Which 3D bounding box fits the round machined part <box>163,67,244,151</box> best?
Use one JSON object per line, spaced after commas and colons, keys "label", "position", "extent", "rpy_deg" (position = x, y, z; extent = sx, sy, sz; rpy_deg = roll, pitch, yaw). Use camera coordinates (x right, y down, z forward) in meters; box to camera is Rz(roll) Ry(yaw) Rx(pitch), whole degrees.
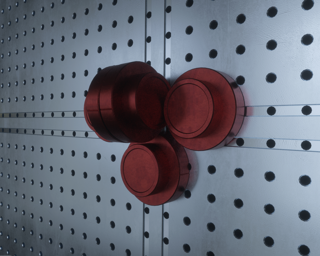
{"label": "round machined part", "position": [0.043, -0.022, 0.360], "extent": [0.098, 0.042, 0.097], "rpy_deg": [0, 90, 39]}

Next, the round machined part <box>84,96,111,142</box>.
{"label": "round machined part", "position": [-0.075, -0.027, 0.457], "extent": [0.098, 0.042, 0.097], "rpy_deg": [0, 90, 39]}

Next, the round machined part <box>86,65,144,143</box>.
{"label": "round machined part", "position": [-0.054, -0.030, 0.396], "extent": [0.042, 0.099, 0.097], "rpy_deg": [2, 91, 40]}

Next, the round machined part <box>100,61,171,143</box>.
{"label": "round machined part", "position": [-0.020, -0.031, 0.369], "extent": [0.042, 0.099, 0.097], "rpy_deg": [-1, 90, 40]}

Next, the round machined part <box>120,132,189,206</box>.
{"label": "round machined part", "position": [-0.014, 0.054, 0.407], "extent": [0.098, 0.042, 0.097], "rpy_deg": [0, 90, 39]}
